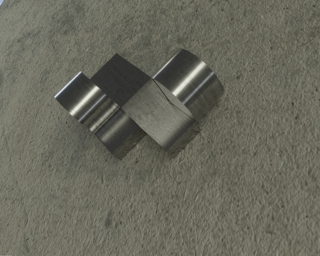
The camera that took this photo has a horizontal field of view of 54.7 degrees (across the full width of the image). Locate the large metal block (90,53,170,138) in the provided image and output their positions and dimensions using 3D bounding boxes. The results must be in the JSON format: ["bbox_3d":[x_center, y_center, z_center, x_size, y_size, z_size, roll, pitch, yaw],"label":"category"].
[{"bbox_3d":[-0.035,-0.043,0.415,0.050,0.080,0.080,-46,52,-4],"label":"large metal block"}]

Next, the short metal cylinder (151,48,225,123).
[{"bbox_3d":[0.033,-0.051,0.385,0.050,0.080,0.080,-46,51,-4],"label":"short metal cylinder"}]

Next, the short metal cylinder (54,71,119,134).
[{"bbox_3d":[-0.103,-0.036,0.446,0.050,0.080,0.080,-46,51,-4],"label":"short metal cylinder"}]

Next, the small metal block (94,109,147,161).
[{"bbox_3d":[-0.055,0.009,0.430,0.050,0.025,0.050,-46,51,-4],"label":"small metal block"}]

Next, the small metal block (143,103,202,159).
[{"bbox_3d":[0.016,0.003,0.396,0.050,0.025,0.050,-46,51,-4],"label":"small metal block"}]
